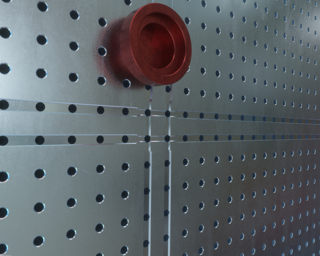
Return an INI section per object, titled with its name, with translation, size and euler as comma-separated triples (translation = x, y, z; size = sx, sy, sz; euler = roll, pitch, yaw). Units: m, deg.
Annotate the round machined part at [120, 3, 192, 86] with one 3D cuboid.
[round machined part]
translation = -0.009, -0.101, 0.389
size = 0.099, 0.042, 0.097
euler = 0, 90, -40
